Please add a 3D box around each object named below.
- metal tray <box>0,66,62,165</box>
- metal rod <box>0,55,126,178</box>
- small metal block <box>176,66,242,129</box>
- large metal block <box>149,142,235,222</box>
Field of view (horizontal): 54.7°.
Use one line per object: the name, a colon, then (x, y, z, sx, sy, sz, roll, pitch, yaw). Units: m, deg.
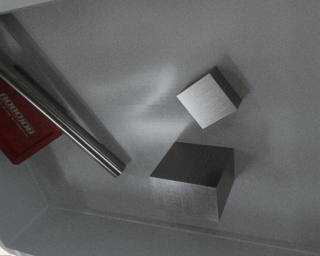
metal tray: (-0.223, -0.020, 0.475, 0.090, 0.030, 0.130, -35, 101, -1)
metal rod: (-0.169, -0.033, 0.452, 0.300, 0.025, 0.025, 43, 129, -11)
small metal block: (0.057, -0.034, 0.357, 0.050, 0.025, 0.050, -33, 101, 38)
large metal block: (0.044, 0.063, 0.388, 0.080, 0.080, 0.050, 5, 121, 25)
